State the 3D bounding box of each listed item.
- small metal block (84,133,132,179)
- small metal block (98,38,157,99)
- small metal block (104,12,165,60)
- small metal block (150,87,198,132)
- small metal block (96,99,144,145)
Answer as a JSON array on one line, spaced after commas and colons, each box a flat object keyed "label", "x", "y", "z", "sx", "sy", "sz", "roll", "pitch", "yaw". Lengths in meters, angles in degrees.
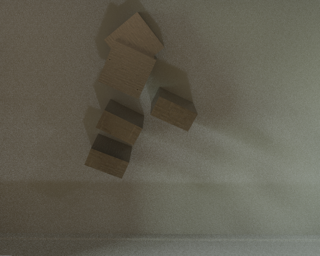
[{"label": "small metal block", "x": -0.067, "y": 0.036, "z": 0.410, "sx": 0.050, "sy": 0.050, "sz": 0.025, "roll": 22, "pitch": 109, "yaw": -8}, {"label": "small metal block", "x": -0.037, "y": -0.069, "z": 0.359, "sx": 0.050, "sy": 0.025, "sz": 0.050, "roll": 24, "pitch": 109, "yaw": -9}, {"label": "small metal block", "x": -0.030, "y": -0.103, "z": 0.373, "sx": 0.050, "sy": 0.025, "sz": 0.050, "roll": -37, "pitch": 107, "yaw": 12}, {"label": "small metal block", "x": 0.016, "y": -0.025, "z": 0.389, "sx": 0.050, "sy": 0.050, "sz": 0.025, "roll": 24, "pitch": 108, "yaw": -9}, {"label": "small metal block", "x": -0.049, "y": -0.009, "z": 0.394, "sx": 0.050, "sy": 0.050, "sz": 0.025, "roll": 26, "pitch": 108, "yaw": -10}]
